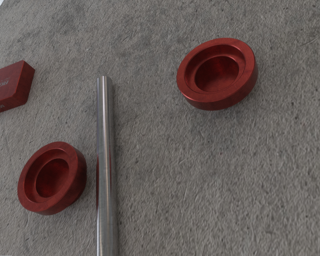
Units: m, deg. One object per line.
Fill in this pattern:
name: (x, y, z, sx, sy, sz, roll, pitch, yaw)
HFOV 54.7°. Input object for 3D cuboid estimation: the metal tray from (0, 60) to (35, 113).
metal tray: (-0.315, -0.074, 0.612, 0.130, 0.030, 0.090, -15, 56, 20)

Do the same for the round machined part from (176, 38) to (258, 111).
round machined part: (0.074, -0.063, 0.393, 0.098, 0.042, 0.098, -13, 56, 21)

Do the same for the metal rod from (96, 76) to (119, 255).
metal rod: (-0.072, 0.048, 0.411, 0.025, 0.025, 0.299, -20, 54, 17)

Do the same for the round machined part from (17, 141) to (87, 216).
round machined part: (-0.141, 0.071, 0.423, 0.098, 0.042, 0.098, -13, 56, 21)
